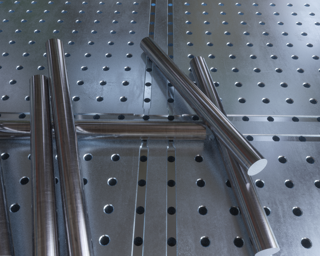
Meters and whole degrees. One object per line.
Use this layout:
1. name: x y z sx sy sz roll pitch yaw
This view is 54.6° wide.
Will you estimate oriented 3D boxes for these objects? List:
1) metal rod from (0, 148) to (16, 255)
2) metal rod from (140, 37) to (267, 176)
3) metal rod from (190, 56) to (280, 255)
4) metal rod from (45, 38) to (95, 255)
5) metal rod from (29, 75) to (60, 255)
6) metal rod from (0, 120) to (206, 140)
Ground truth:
1. metal rod: -0.169 0.085 0.317 0.025 0.025 0.299 -18 58 -14
2. metal rod: 0.041 -0.051 0.430 0.025 0.025 0.300 -20 47 -16
3. metal rod: 0.083 0.009 0.400 0.025 0.025 0.300 -7 50 -6
4. metal rod: -0.114 0.005 0.373 0.025 0.025 0.299 -12 60 -10
5. metal rod: -0.127 0.059 0.336 0.025 0.025 0.299 -11 57 -9
6. metal rod: -0.092 0.003 0.404 0.302 0.025 0.025 0 50 0
